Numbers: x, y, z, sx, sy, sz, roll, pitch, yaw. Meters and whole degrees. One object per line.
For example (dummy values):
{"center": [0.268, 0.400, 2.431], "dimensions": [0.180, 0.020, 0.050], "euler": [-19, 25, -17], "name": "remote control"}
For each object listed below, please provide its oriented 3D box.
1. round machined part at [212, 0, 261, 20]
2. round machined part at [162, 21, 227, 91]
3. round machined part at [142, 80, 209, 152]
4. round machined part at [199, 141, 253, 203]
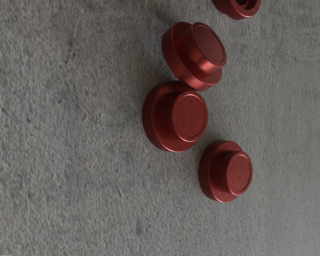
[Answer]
{"center": [0.117, -0.222, 0.494], "dimensions": [0.099, 0.042, 0.097], "euler": [0, 90, -40], "name": "round machined part"}
{"center": [0.053, -0.102, 0.418], "dimensions": [0.099, 0.042, 0.098], "euler": [23, 53, -34], "name": "round machined part"}
{"center": [0.028, -0.016, 0.419], "dimensions": [0.099, 0.042, 0.097], "euler": [0, 90, -40], "name": "round machined part"}
{"center": [0.110, 0.069, 0.489], "dimensions": [0.099, 0.042, 0.097], "euler": [0, 90, -40], "name": "round machined part"}
